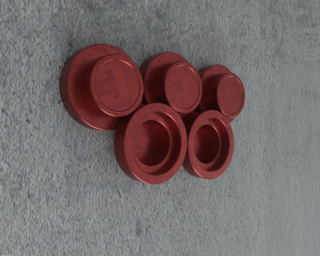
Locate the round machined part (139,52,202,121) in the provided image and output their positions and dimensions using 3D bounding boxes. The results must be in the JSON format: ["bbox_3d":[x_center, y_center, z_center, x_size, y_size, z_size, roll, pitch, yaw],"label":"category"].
[{"bbox_3d":[0.018,-0.053,0.413,0.099,0.042,0.097,0,90,-40],"label":"round machined part"}]

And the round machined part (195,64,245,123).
[{"bbox_3d":[0.094,-0.049,0.477,0.099,0.042,0.097,0,90,-40],"label":"round machined part"}]

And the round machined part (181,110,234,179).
[{"bbox_3d":[0.060,0.023,0.448,0.099,0.042,0.097,0,90,-40],"label":"round machined part"}]

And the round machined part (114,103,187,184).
[{"bbox_3d":[-0.016,0.018,0.384,0.099,0.042,0.097,0,90,-40],"label":"round machined part"}]

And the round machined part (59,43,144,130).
[{"bbox_3d":[-0.058,-0.046,0.348,0.099,0.042,0.097,0,90,-40],"label":"round machined part"}]
